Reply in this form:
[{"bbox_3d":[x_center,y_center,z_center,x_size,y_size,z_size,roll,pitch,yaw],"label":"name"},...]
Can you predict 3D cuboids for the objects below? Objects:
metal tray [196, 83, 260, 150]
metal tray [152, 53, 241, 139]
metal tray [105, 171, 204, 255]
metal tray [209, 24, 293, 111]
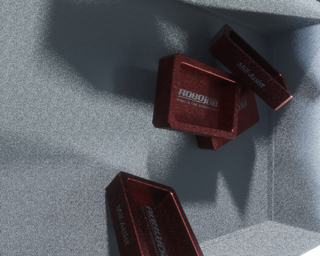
[{"bbox_3d":[0.104,-0.030,0.493,0.131,0.030,0.089,-27,107,-37],"label":"metal tray"},{"bbox_3d":[0.054,-0.037,0.410,0.131,0.030,0.089,10,83,-40],"label":"metal tray"},{"bbox_3d":[-0.005,0.113,0.341,0.090,0.130,0.030,25,114,-35],"label":"metal tray"},{"bbox_3d":[0.133,-0.093,0.459,0.130,0.030,0.090,39,29,-9],"label":"metal tray"}]
